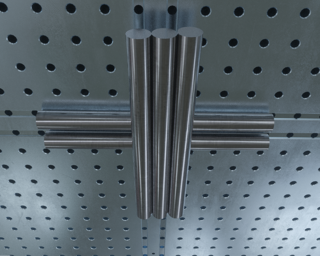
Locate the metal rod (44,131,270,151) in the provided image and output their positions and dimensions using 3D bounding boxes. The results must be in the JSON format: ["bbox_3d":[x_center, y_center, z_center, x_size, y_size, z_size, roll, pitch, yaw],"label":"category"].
[{"bbox_3d":[-0.003,0.018,0.427,0.302,0.025,0.025,1,130,-1],"label":"metal rod"}]

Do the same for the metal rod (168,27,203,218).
[{"bbox_3d":[0.027,0.020,0.397,0.025,0.025,0.298,0,130,-1],"label":"metal rod"}]

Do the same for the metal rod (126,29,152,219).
[{"bbox_3d":[-0.023,0.022,0.397,0.025,0.025,0.298,0,130,-1],"label":"metal rod"}]

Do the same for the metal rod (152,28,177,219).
[{"bbox_3d":[0.002,0.021,0.397,0.025,0.025,0.298,0,130,-1],"label":"metal rod"}]

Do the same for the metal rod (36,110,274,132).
[{"bbox_3d":[-0.005,-0.009,0.404,0.302,0.025,0.025,1,130,-1],"label":"metal rod"}]
